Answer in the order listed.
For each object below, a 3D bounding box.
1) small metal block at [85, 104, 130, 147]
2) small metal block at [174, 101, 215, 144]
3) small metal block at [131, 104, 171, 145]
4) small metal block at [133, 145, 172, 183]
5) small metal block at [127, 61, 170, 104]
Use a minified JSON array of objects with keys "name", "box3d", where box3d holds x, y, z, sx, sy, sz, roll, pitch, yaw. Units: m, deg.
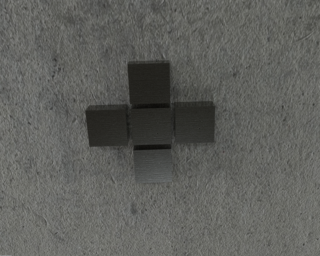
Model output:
[{"name":"small metal block","box3d":[-0.068,-0.004,0.409,0.050,0.025,0.050,-2,110,0]},{"name":"small metal block","box3d":[0.045,-0.008,0.409,0.050,0.025,0.050,-2,110,0]},{"name":"small metal block","box3d":[-0.011,-0.006,0.409,0.050,0.025,0.050,-2,110,0]},{"name":"small metal block","box3d":[-0.009,0.048,0.429,0.050,0.025,0.050,-2,110,0]},{"name":"small metal block","box3d":[-0.013,-0.058,0.390,0.050,0.025,0.050,-2,110,0]}]
